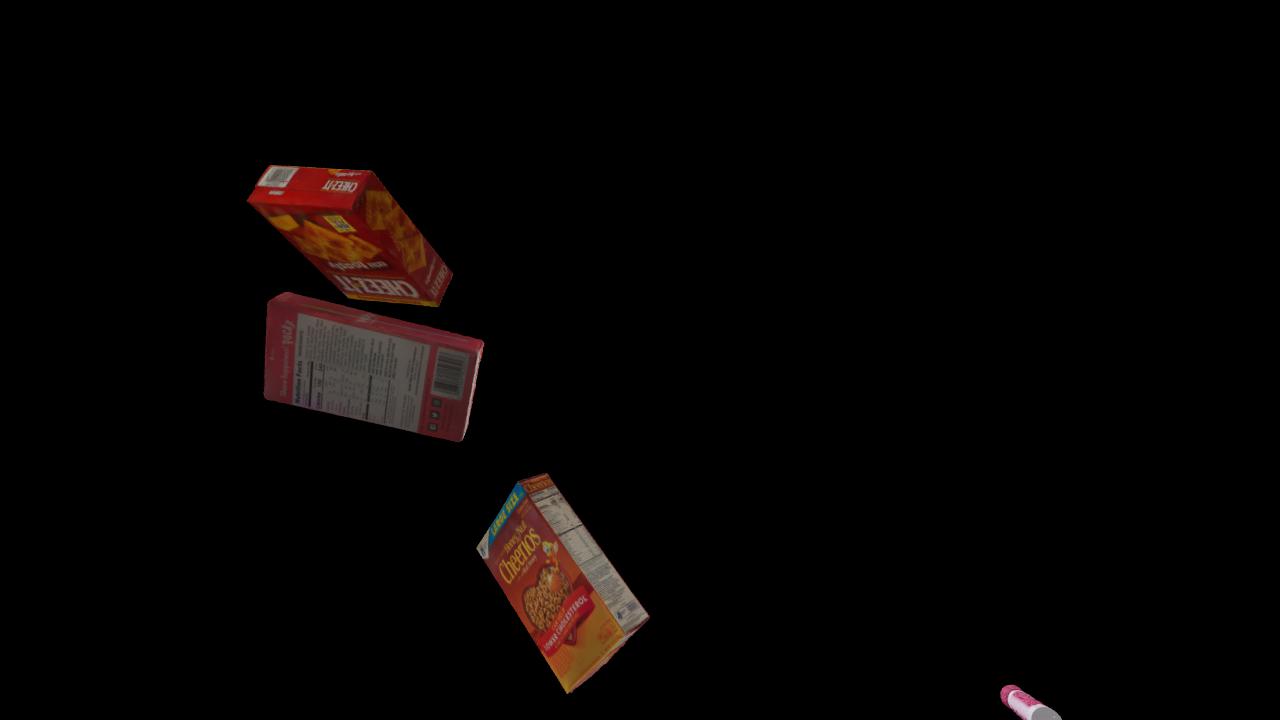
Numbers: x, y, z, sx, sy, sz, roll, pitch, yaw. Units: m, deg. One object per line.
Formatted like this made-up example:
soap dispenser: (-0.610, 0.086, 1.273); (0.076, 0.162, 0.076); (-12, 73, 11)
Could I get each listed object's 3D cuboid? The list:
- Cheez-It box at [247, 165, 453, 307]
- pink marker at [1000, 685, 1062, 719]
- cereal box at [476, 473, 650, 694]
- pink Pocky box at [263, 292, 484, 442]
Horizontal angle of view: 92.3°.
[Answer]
Cheez-It box: (-0.388, -0.164, 0.850); (0.166, 0.071, 0.223); (8, -26, 16)
pink marker: (0.292, 0.262, 0.463); (0.020, 0.020, 0.121); (0, -19, 21)
cereal box: (-0.144, 0.374, 1.048); (0.081, 0.203, 0.306); (-11, 53, -51)
pink Pocky box: (-0.206, 0.007, 0.477); (0.155, 0.084, 0.029); (14, 22, -7)
